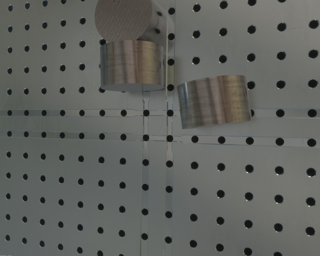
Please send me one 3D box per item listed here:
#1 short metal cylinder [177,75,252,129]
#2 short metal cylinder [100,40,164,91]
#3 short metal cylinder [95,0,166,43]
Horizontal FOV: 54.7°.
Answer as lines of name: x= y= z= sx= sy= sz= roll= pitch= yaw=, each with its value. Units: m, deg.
short metal cylinder: x=0.063 y=-0.028 z=0.361 sx=0.080 sy=0.080 sz=0.050 roll=-8 pitch=88 yaw=20
short metal cylinder: x=-0.035 y=-0.076 z=0.396 sx=0.080 sy=0.080 sz=0.050 roll=-1 pitch=90 yaw=20
short metal cylinder: x=-0.039 y=-0.145 z=0.413 sx=0.080 sy=0.050 sz=0.079 roll=0 pitch=90 yaw=20
